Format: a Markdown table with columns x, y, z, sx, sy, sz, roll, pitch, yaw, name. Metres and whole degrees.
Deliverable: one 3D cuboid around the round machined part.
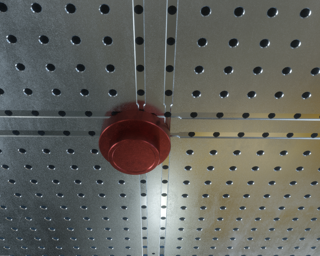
| x | y | z | sx | sy | sz | roll | pitch | yaw | name |
| --- | --- | --- | --- | --- | --- | --- | --- | --- | --- |
| -0.034 | 0.027 | 0.423 | 0.099 | 0.042 | 0.097 | -1 | 130 | 0 | round machined part |
